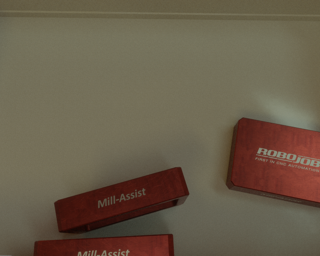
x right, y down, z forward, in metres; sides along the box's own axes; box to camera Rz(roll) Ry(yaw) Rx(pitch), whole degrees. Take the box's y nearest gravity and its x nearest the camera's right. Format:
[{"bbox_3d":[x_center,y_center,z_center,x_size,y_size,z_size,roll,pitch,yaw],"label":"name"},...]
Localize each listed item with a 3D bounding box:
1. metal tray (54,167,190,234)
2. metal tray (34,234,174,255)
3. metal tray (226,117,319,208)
[{"bbox_3d":[-0.037,0.083,0.344,0.131,0.090,0.030,-15,71,-6],"label":"metal tray"},{"bbox_3d":[-0.052,0.131,0.326,0.131,0.090,0.030,-3,70,-1],"label":"metal tray"},{"bbox_3d":[0.157,0.044,0.392,0.131,0.030,0.090,11,70,4],"label":"metal tray"}]
